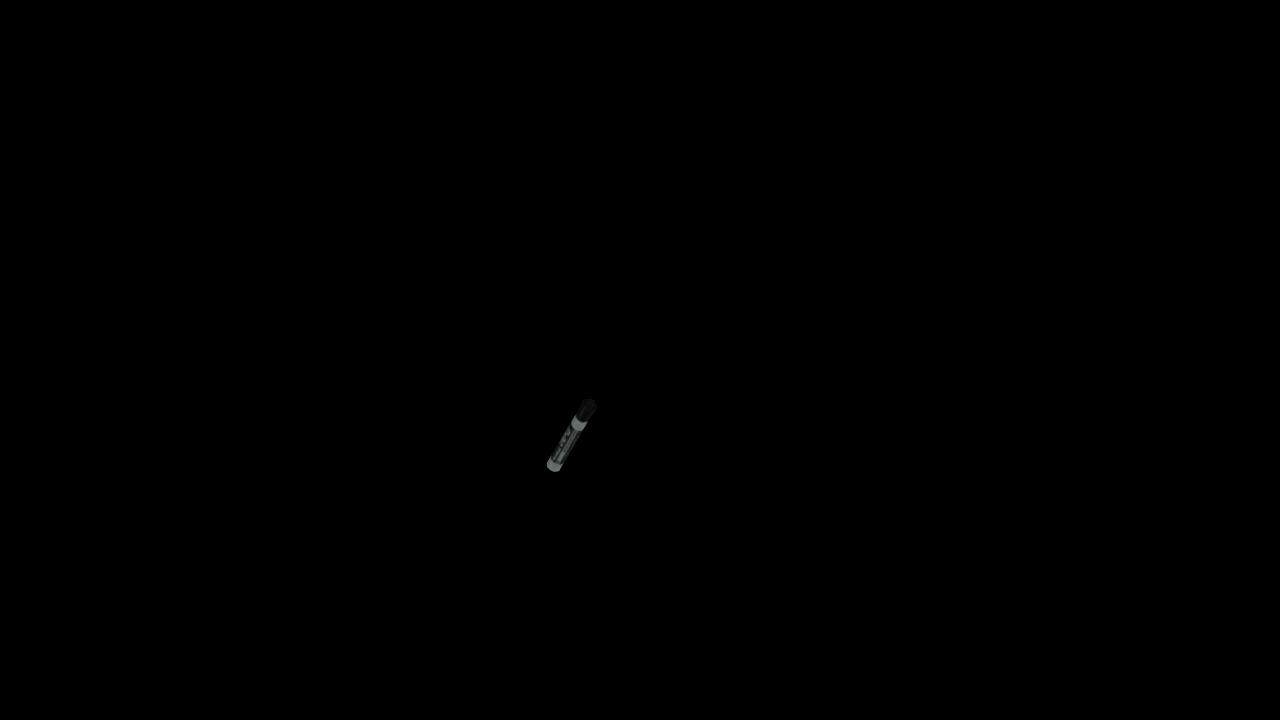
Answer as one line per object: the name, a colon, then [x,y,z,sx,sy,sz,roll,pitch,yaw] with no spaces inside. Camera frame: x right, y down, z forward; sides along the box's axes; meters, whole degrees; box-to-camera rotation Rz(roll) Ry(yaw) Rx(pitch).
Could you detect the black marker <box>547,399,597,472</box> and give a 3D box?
black marker: [-0.082,0.090,0.736,0.020,0.121,0.020,21,35,-16]
